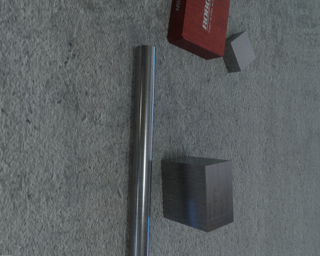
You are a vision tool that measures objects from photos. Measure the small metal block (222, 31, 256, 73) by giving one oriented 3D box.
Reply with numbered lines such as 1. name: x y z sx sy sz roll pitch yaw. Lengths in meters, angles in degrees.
1. small metal block: 0.129 -0.126 0.515 0.050 0.025 0.050 -41 115 -32

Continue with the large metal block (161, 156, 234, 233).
1. large metal block: 0.048 0.083 0.412 0.050 0.080 0.079 -5 93 -40

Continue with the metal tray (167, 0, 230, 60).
1. metal tray: 0.061 -0.176 0.455 0.091 0.030 0.129 12 82 -40

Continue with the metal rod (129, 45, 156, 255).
1. metal rod: -0.023 0.048 0.387 0.025 0.025 0.298 3 88 -40
